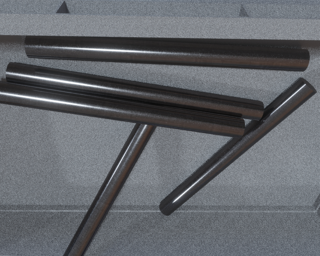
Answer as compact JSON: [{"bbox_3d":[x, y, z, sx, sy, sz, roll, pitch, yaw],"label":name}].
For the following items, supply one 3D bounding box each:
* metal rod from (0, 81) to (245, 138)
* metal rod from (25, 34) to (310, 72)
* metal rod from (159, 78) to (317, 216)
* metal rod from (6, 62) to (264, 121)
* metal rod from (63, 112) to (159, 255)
[{"bbox_3d":[-0.048,-0.021,0.361,0.302,0.025,0.025,8,130,-9],"label":"metal rod"},{"bbox_3d":[0.010,-0.082,0.339,0.302,0.025,0.025,2,130,-3],"label":"metal rod"},{"bbox_3d":[0.093,0.043,0.447,0.025,0.025,0.298,27,125,-22],"label":"metal rod"},{"bbox_3d":[-0.022,-0.042,0.372,0.302,0.025,0.025,8,130,-8],"label":"metal rod"},{"bbox_3d":[-0.079,0.105,0.416,0.025,0.025,0.299,26,100,-21],"label":"metal rod"}]
